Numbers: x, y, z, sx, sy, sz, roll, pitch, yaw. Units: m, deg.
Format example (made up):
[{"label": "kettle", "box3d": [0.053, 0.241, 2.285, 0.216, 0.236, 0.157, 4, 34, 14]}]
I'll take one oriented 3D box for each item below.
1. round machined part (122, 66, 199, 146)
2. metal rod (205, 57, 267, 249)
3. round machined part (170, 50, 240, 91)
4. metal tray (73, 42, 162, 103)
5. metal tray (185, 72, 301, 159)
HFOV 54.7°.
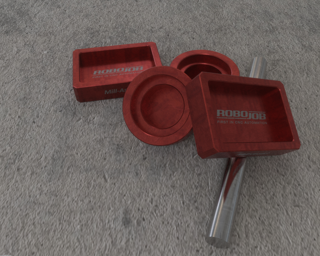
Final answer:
[{"label": "round machined part", "box3d": [0.006, -0.026, 0.393, 0.098, 0.042, 0.097, -1, 87, 17]}, {"label": "metal rod", "box3d": [0.107, 0.006, 0.399, 0.025, 0.025, 0.301, 15, 52, 12]}, {"label": "round machined part", "box3d": [0.062, -0.067, 0.449, 0.099, 0.042, 0.098, 1, 49, -1]}, {"label": "metal tray", "box3d": [-0.064, -0.088, 0.473, 0.131, 0.030, 0.090, -8, 50, -7]}, {"label": "metal tray", "box3d": [0.098, -0.013, 0.360, 0.131, 0.030, 0.090, 1, 71, -29]}]
